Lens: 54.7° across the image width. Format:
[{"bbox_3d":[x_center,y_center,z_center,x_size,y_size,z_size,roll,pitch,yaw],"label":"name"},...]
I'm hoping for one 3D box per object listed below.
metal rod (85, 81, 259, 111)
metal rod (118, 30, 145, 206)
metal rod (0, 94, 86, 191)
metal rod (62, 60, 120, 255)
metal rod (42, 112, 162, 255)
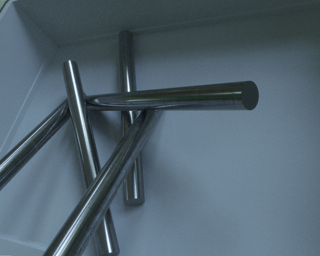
[{"bbox_3d":[-0.019,-0.033,0.376,0.300,0.025,0.025,4,62,51],"label":"metal rod"},{"bbox_3d":[-0.045,-0.035,0.450,0.025,0.025,0.299,-19,54,17],"label":"metal rod"},{"bbox_3d":[-0.172,0.031,0.391,0.025,0.025,0.301,-8,30,24],"label":"metal rod"},{"bbox_3d":[-0.101,0.022,0.424,0.025,0.025,0.299,-27,59,11],"label":"metal rod"},{"bbox_3d":[-0.044,0.042,0.312,0.025,0.025,0.301,-8,29,24],"label":"metal rod"}]
